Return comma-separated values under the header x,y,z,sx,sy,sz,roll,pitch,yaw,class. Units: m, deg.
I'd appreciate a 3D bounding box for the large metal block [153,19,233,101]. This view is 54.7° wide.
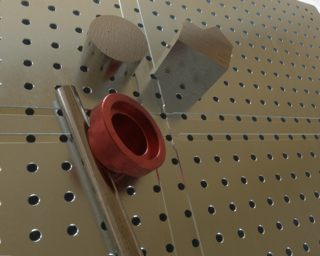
x,y,z,sx,sy,sz,roll,pitch,yaw,class
0.048,-0.098,0.461,0.080,0.080,0.050,28,52,-11,large metal block

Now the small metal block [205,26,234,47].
x,y,z,sx,sy,sz,roll,pitch,yaw,class
0.095,-0.151,0.554,0.050,0.025,0.050,-28,77,-38,small metal block

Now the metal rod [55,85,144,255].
x,y,z,sx,sy,sz,roll,pitch,yaw,class
-0.052,0.084,0.329,0.025,0.025,0.299,-14,69,-34,metal rod

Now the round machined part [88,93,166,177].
x,y,z,sx,sy,sz,roll,pitch,yaw,class
-0.042,0.012,0.353,0.098,0.042,0.098,39,31,-29,round machined part

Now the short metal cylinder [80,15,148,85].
x,y,z,sx,sy,sz,roll,pitch,yaw,class
-0.063,-0.107,0.424,0.081,0.050,0.080,14,56,-21,short metal cylinder
